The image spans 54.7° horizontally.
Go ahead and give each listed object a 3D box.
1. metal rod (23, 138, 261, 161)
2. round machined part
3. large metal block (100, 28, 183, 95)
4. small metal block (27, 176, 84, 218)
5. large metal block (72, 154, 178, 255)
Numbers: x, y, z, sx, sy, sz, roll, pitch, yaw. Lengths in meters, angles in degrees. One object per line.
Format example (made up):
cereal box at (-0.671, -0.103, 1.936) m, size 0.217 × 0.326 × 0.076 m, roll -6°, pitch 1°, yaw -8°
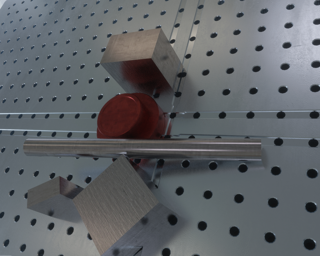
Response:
metal rod at (-0.034, 0.025, 0.380) m, size 0.301 × 0.025 × 0.025 m, roll -1°, pitch 61°, yaw 17°
round machined part at (-0.047, -0.009, 0.427) m, size 0.098 × 0.042 × 0.098 m, roll -13°, pitch 56°, yaw 21°
large metal block at (-0.023, -0.090, 0.440) m, size 0.080 × 0.080 × 0.050 m, roll 1°, pitch 62°, yaw 29°
small metal block at (-0.136, 0.092, 0.407) m, size 0.050 × 0.050 × 0.025 m, roll -25°, pitch 53°, yaw 13°
large metal block at (-0.041, 0.091, 0.358) m, size 0.080 × 0.050 × 0.080 m, roll -43°, pitch 51°, yaw -1°
